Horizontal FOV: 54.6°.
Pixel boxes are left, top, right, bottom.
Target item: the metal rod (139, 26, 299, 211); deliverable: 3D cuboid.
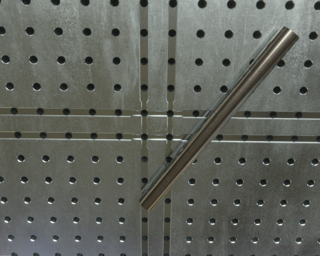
[{"bbox_3d":[0.068,-0.001,0.413,0.025,0.025,0.299,34,106,-12],"label":"metal rod"}]
